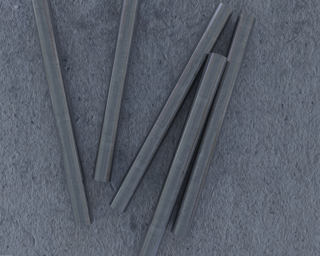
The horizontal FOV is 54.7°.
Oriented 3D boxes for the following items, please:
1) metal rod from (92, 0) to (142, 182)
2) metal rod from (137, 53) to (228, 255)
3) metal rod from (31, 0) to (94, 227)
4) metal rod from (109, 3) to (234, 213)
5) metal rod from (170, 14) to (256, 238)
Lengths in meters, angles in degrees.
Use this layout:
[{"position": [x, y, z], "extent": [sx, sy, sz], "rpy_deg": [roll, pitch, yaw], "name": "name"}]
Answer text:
[{"position": [-0.052, -0.079, 0.409], "extent": [0.025, 0.025, 0.298], "rpy_deg": [10, 90, 0], "name": "metal rod"}, {"position": [0.025, 0.049, 0.403], "extent": [0.025, 0.025, 0.298], "rpy_deg": [19, 93, 0], "name": "metal rod"}, {"position": [-0.128, -0.020, 0.408], "extent": [0.025, 0.025, 0.298], "rpy_deg": [-11, 90, 0], "name": "metal rod"}, {"position": [0.015, -0.026, 0.409], "extent": [0.025, 0.025, 0.299], "rpy_deg": [28, 90, 0], "name": "metal rod"}, {"position": [0.070, -0.003, 0.410], "extent": [0.025, 0.025, 0.298], "rpy_deg": [17, 90, 0], "name": "metal rod"}]
